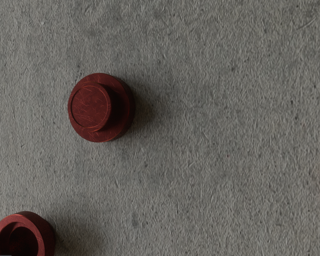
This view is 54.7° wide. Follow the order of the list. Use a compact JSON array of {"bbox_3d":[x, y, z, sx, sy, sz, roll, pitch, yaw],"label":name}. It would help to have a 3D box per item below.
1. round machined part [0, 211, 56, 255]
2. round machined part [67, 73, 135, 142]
[{"bbox_3d":[-0.200,0.175,0.470,0.098,0.042,0.097,0,90,20],"label":"round machined part"},{"bbox_3d":[-0.088,-0.028,0.431,0.098,0.042,0.097,0,90,20],"label":"round machined part"}]
